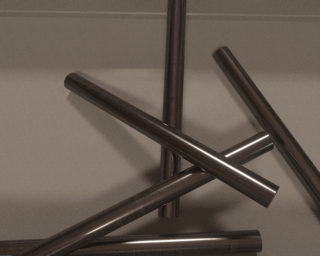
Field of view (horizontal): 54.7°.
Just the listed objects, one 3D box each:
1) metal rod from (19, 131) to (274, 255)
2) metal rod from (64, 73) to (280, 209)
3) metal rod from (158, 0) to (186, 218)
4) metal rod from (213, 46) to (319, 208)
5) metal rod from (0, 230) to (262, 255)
[{"bbox_3d":[-0.007,0.079,0.348,0.302,0.025,0.025,-25,72,-8],"label":"metal rod"},{"bbox_3d":[-0.006,0.001,0.369,0.300,0.025,0.025,30,72,25],"label":"metal rod"},{"bbox_3d":[0.017,-0.041,0.395,0.025,0.025,0.298,3,81,0],"label":"metal rod"},{"bbox_3d":[0.161,0.013,0.406,0.025,0.025,0.299,-27,73,-10],"label":"metal rod"},{"bbox_3d":[-0.035,0.137,0.358,0.302,0.025,0.025,-2,70,-1],"label":"metal rod"}]
